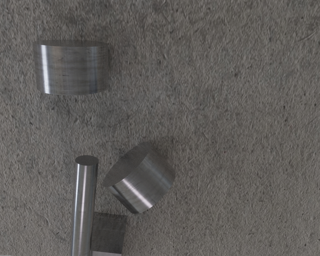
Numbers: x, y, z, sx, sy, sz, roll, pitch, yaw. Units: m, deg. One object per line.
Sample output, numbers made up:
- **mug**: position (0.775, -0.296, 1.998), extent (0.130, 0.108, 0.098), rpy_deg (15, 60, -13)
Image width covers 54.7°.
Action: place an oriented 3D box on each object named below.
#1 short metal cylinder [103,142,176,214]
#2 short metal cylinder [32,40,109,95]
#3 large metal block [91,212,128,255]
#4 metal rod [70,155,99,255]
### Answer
- **short metal cylinder**: position (-0.027, 0.064, 0.404), extent (0.080, 0.080, 0.050), rpy_deg (-37, 106, 12)
- **short metal cylinder**: position (-0.100, -0.071, 0.353), extent (0.081, 0.080, 0.050), rpy_deg (2, 110, -1)
- **large metal block**: position (-0.080, 0.181, 0.447), extent (0.050, 0.080, 0.079), rpy_deg (8, 110, -3)
- **metal rod**: position (-0.101, 0.173, 0.387), extent (0.025, 0.025, 0.298), rpy_deg (8, 110, -3)
